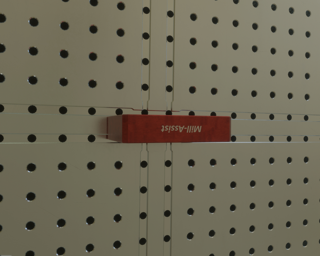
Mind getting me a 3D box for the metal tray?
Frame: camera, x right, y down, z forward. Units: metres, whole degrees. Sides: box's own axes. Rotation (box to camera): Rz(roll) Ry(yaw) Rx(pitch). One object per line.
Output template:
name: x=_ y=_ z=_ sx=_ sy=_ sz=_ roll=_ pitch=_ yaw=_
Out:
metal tray: x=0.009 y=0.001 z=0.381 sx=0.131 sy=0.090 sz=0.030 roll=0 pitch=90 yaw=-20
